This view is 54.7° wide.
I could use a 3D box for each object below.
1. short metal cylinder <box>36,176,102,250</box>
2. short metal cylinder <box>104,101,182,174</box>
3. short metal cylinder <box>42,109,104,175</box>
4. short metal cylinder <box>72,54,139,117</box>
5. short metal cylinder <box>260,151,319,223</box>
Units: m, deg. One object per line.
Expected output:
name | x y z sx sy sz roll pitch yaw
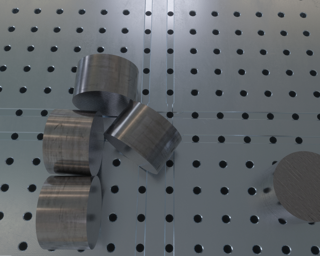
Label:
short metal cylinder | -0.098 0.094 0.347 0.050 0.080 0.080 0 70 0
short metal cylinder | -0.021 0.012 0.378 0.080 0.080 0.050 34 74 11
short metal cylinder | -0.101 0.018 0.375 0.050 0.080 0.080 3 70 1
short metal cylinder | -0.069 -0.053 0.401 0.080 0.080 0.050 2 70 0
short metal cylinder | 0.168 0.073 0.373 0.081 0.050 0.080 0 70 0
